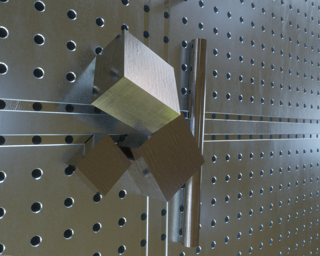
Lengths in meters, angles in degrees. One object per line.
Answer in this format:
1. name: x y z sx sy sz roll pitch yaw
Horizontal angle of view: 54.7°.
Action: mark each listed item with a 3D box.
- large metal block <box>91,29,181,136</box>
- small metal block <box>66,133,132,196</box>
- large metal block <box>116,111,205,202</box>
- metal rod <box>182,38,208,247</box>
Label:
1. large metal block: -0.026 -0.050 0.349 0.080 0.050 0.080 32 38 -36
2. small metal block: -0.068 0.041 0.354 0.050 0.025 0.050 -50 120 -28
3. large metal block: 0.002 0.033 0.397 0.080 0.050 0.080 -40 115 -33
4. metal rod: 0.051 0.020 0.454 0.025 0.025 0.298 5 87 -40
